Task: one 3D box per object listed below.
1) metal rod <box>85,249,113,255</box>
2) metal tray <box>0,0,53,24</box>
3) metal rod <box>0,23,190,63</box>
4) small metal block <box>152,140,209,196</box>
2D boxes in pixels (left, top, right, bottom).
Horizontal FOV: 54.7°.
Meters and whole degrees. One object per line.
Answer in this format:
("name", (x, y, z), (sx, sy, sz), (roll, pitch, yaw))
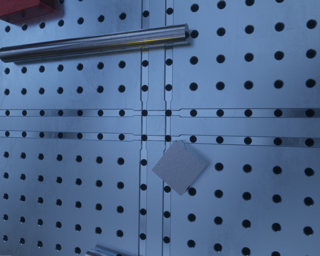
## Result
("metal rod", (0.036, 0.213, 0.399), (0.301, 0.025, 0.025), (11, 94, 19))
("metal tray", (-0.219, -0.240, 0.485), (0.090, 0.030, 0.129), (-7, 88, 19))
("metal rod", (-0.107, -0.120, 0.448), (0.301, 0.025, 0.025), (-1, 90, 19))
("small metal block", (0.027, 0.051, 0.403), (0.050, 0.025, 0.050), (40, 102, 15))
